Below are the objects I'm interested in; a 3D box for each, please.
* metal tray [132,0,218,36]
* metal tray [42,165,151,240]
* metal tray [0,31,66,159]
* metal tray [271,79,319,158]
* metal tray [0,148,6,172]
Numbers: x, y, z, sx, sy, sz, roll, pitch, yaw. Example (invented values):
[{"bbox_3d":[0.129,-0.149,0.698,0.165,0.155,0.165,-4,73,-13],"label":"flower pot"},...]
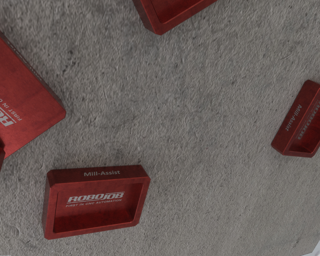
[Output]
[{"bbox_3d":[0.028,-0.167,0.315,0.130,0.030,0.090,-34,129,-6],"label":"metal tray"},{"bbox_3d":[-0.085,0.097,0.417,0.131,0.030,0.089,1,118,-29],"label":"metal tray"},{"bbox_3d":[-0.165,-0.037,0.291,0.090,0.030,0.130,-36,129,-5],"label":"metal tray"},{"bbox_3d":[0.260,-0.012,0.537,0.091,0.030,0.129,7,115,-32],"label":"metal tray"},{"bbox_3d":[-0.225,0.036,0.279,0.131,0.030,0.090,26,118,-30],"label":"metal tray"}]
